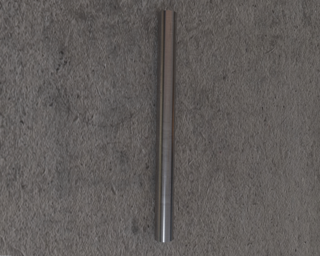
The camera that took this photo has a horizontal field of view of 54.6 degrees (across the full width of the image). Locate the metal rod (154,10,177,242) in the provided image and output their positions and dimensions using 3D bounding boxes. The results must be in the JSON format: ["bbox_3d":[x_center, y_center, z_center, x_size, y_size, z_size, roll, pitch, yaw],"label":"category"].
[{"bbox_3d":[0.007,-0.003,0.411,0.025,0.025,0.298,1,90,-20],"label":"metal rod"}]
